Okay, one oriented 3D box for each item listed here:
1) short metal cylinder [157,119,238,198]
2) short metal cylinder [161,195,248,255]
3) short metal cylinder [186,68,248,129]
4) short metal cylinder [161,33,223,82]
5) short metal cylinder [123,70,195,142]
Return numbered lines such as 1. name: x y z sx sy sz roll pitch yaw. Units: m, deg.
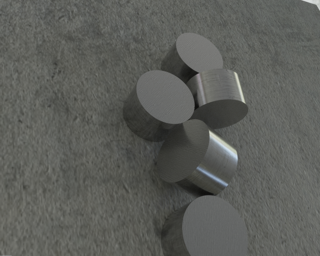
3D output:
1. short metal cylinder: 0.042 0.037 0.363 0.050 0.080 0.080 35 48 -31
2. short metal cylinder: 0.048 0.121 0.342 0.081 0.050 0.080 14 56 -21
3. short metal cylinder: 0.078 -0.039 0.436 0.081 0.080 0.050 8 59 -25
4. short metal cylinder: 0.049 -0.099 0.476 0.081 0.050 0.080 14 56 -21
5. short metal cylinder: -0.002 -0.028 0.405 0.081 0.050 0.080 14 56 -21
